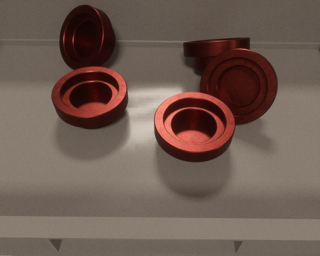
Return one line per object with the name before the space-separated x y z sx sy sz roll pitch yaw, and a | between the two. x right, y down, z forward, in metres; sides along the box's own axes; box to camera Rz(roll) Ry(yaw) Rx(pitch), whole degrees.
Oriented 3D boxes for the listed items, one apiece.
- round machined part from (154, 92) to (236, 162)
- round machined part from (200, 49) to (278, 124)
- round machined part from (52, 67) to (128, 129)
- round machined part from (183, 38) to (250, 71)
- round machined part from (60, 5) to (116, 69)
round machined part | 0.042 0.003 0.392 0.099 0.042 0.098 0 50 0
round machined part | 0.107 -0.056 0.419 0.098 0.097 0.042 24 18 18
round machined part | -0.093 -0.037 0.424 0.099 0.042 0.098 0 50 0
round machined part | 0.086 -0.112 0.470 0.099 0.042 0.098 -4 17 1
round machined part | -0.109 -0.137 0.484 0.098 0.097 0.042 39 22 28
